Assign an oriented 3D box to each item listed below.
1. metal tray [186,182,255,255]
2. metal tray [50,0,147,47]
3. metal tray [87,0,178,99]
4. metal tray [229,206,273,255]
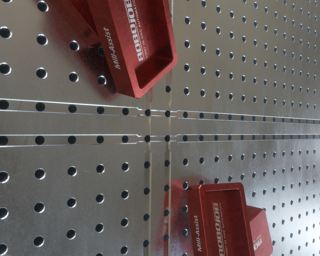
[{"bbox_3d":[0.090,0.148,0.452,0.091,0.030,0.130,4,72,-33],"label":"metal tray"},{"bbox_3d":[-0.061,-0.168,0.354,0.090,0.030,0.130,51,60,-28],"label":"metal tray"},{"bbox_3d":[-0.024,-0.110,0.349,0.090,0.030,0.129,-47,141,-33],"label":"metal tray"},{"bbox_3d":[0.137,0.202,0.519,0.131,0.030,0.090,-25,106,-37],"label":"metal tray"}]
